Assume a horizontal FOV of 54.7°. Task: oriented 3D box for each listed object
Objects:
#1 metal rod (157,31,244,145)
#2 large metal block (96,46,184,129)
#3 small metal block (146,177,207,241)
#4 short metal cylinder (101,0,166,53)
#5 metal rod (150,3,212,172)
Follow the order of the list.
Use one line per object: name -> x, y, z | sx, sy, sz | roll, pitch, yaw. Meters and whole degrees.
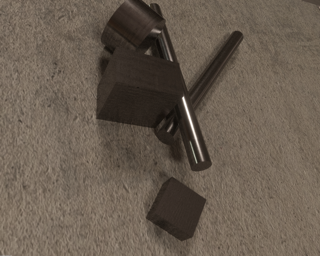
metal rod -> 0.077, -0.081, 0.496 | 0.025, 0.025, 0.301 | 39, 51, -3
large metal block -> -0.028, -0.045, 0.383 | 0.081, 0.080, 0.050 | 10, 58, -24
small metal block -> 0.020, 0.094, 0.359 | 0.050, 0.025, 0.050 | 35, 51, -6
short metal cylinder -> -0.037, -0.135, 0.432 | 0.050, 0.080, 0.080 | 39, 51, -2
metal rod -> 0.018, -0.077, 0.439 | 0.025, 0.025, 0.299 | 5, 53, -26
